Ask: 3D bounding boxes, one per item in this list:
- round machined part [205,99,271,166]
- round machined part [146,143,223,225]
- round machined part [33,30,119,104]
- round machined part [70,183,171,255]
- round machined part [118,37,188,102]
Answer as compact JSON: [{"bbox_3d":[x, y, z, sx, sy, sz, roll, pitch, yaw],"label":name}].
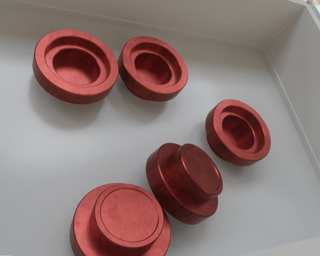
[{"bbox_3d":[0.107,0.010,0.448,0.099,0.042,0.098,14,56,-21],"label":"round machined part"},{"bbox_3d":[0.035,0.057,0.358,0.098,0.042,0.098,35,31,-24],"label":"round machined part"},{"bbox_3d":[-0.104,-0.070,0.382,0.099,0.042,0.098,14,56,-21],"label":"round machined part"},{"bbox_3d":[-0.035,0.094,0.304,0.099,0.042,0.098,15,41,-13],"label":"round machined part"},{"bbox_3d":[-0.013,-0.078,0.437,0.099,0.042,0.098,14,56,-21],"label":"round machined part"}]
